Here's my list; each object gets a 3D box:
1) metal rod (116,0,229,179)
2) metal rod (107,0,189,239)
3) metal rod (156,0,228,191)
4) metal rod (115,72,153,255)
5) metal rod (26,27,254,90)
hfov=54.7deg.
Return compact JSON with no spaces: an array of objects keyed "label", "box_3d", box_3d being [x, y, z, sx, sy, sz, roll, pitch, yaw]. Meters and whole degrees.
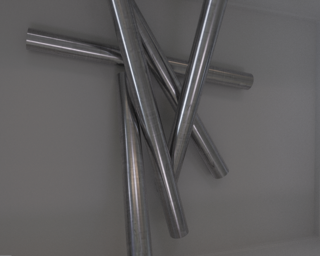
[{"label":"metal rod","box_3d":[0.013,-0.055,0.392,0.025,0.025,0.299,-38,111,-16]},{"label":"metal rod","box_3d":[-0.011,-0.006,0.362,0.025,0.025,0.298,-19,105,-19]},{"label":"metal rod","box_3d":[0.039,-0.051,0.361,0.025,0.025,0.298,5,113,-20]},{"label":"metal rod","box_3d":[-0.027,0.069,0.331,0.025,0.025,0.299,3,63,-20]},{"label":"metal rod","box_3d":[-0.010,-0.085,0.406,0.302,0.025,0.025,7,88,-20]}]
